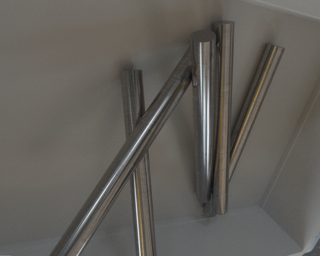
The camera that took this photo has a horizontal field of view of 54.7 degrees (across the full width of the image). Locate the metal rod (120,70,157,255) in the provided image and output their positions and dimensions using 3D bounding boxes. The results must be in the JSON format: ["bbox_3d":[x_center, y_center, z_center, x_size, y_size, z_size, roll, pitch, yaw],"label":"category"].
[{"bbox_3d":[-0.022,0.083,0.369,0.025,0.025,0.298,-7,97,-25],"label":"metal rod"}]

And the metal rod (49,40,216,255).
[{"bbox_3d":[-0.021,0.014,0.334,0.025,0.025,0.300,46,69,-39],"label":"metal rod"}]

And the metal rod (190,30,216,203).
[{"bbox_3d":[0.058,0.012,0.414,0.025,0.025,0.298,-23,137,-14],"label":"metal rod"}]

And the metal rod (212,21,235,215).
[{"bbox_3d":[0.088,0.004,0.442,0.025,0.025,0.298,-16,120,-20],"label":"metal rod"}]

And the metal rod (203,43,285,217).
[{"bbox_3d":[0.124,0.018,0.486,0.025,0.025,0.298,1,118,-29],"label":"metal rod"}]
